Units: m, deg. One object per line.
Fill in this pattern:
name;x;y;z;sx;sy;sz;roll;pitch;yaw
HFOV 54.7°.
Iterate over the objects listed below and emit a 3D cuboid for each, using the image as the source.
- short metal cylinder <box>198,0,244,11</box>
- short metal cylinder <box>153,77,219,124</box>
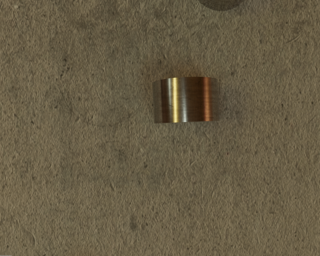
short metal cylinder;0.083;-0.199;0.398;0.081;0.050;0.080;0;90;0
short metal cylinder;0.032;-0.032;0.383;0.081;0.080;0.050;-2;90;0
